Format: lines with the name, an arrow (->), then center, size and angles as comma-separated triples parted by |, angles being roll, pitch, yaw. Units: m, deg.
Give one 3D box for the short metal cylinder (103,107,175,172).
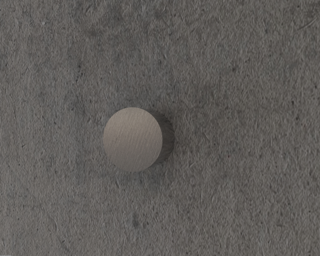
short metal cylinder -> -0.026, 0.014, 0.405 | 0.080, 0.050, 0.080 | 0, 90, 20
